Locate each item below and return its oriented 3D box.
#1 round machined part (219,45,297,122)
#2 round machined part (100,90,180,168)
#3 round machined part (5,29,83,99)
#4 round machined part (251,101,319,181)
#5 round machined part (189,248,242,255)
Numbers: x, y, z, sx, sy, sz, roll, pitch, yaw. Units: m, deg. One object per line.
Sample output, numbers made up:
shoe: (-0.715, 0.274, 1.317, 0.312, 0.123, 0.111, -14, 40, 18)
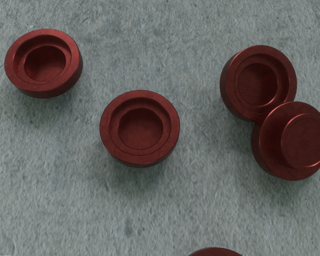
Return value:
round machined part: (0.125, -0.056, 0.409, 0.099, 0.042, 0.097, 0, 91, -11)
round machined part: (-0.025, 0.004, 0.397, 0.099, 0.042, 0.098, 0, 70, -1)
round machined part: (-0.155, -0.084, 0.428, 0.099, 0.042, 0.098, 0, 70, -1)
round machined part: (0.166, 0.016, 0.376, 0.099, 0.042, 0.097, 0, 91, -13)
round machined part: (0.060, 0.181, 0.334, 0.099, 0.042, 0.098, 0, 70, -1)
